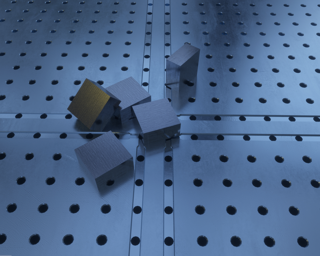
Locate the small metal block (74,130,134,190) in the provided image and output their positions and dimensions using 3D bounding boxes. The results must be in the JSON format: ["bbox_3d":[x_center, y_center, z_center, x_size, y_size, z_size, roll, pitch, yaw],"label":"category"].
[{"bbox_3d":[-0.067,0.038,0.375,0.050,0.025,0.050,-30,56,-23],"label":"small metal block"}]

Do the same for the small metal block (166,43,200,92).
[{"bbox_3d":[0.034,-0.092,0.469,0.025,0.050,0.050,31,56,23],"label":"small metal block"}]

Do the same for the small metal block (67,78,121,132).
[{"bbox_3d":[-0.089,-0.031,0.415,0.050,0.025,0.050,37,98,26],"label":"small metal block"}]

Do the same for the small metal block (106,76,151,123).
[{"bbox_3d":[-0.048,-0.041,0.442,0.050,0.025,0.050,-29,56,-23],"label":"small metal block"}]

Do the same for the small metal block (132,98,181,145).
[{"bbox_3d":[-0.005,-0.010,0.416,0.050,0.025,0.050,-15,52,-13],"label":"small metal block"}]
